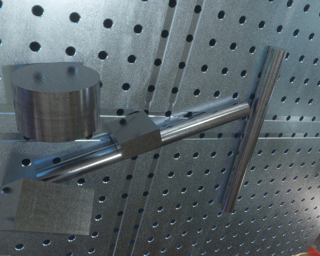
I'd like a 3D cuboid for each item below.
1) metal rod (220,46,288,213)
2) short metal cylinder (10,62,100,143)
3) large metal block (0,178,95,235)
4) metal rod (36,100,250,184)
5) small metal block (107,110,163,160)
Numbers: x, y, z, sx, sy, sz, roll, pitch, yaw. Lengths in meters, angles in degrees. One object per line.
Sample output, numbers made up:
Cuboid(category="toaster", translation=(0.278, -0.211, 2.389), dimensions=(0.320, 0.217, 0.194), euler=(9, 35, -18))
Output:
Cuboid(category="metal rod", translation=(0.146, 0.018, 0.504), dimensions=(0.025, 0.025, 0.298), euler=(-6, 121, -26))
Cuboid(category="short metal cylinder", translation=(-0.100, -0.028, 0.305), dimensions=(0.081, 0.080, 0.050), euler=(-8, 122, -25))
Cuboid(category="large metal block", translation=(-0.133, 0.094, 0.354), dimensions=(0.080, 0.080, 0.050), euler=(20, 63, -36))
Cuboid(category="metal rod", translation=(-0.009, 0.016, 0.417), dimensions=(0.302, 0.025, 0.025), euler=(-19, 126, -18))
Cuboid(category="small metal block", translation=(-0.032, 0.007, 0.384), dimensions=(0.050, 0.050, 0.025), euler=(-21, 127, -16))
